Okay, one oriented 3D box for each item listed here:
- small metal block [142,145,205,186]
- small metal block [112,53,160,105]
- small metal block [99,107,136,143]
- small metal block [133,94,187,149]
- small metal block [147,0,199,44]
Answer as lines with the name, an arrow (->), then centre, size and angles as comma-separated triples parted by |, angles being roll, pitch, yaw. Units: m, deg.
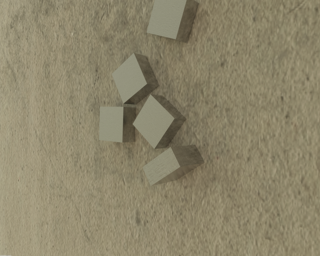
small metal block -> 0.017, 0.045, 0.373 | 0.050, 0.050, 0.025 | -39, 67, 33
small metal block -> -0.035, -0.067, 0.432 | 0.050, 0.025, 0.050 | -35, 69, 34
small metal block -> -0.063, -0.006, 0.454 | 0.050, 0.025, 0.050 | 3, 92, 39
small metal block -> -0.002, -0.008, 0.404 | 0.050, 0.025, 0.050 | 47, 118, 29
small metal block -> 0.015, -0.138, 0.391 | 0.050, 0.025, 0.050 | 25, 106, 37
